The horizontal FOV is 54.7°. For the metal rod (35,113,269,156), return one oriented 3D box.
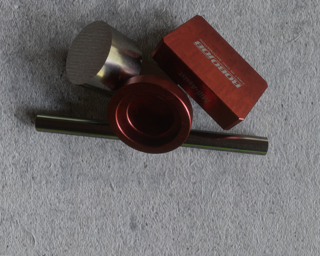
[{"bbox_3d":[-0.010,0.008,0.411,0.302,0.025,0.025,6,90,-1],"label":"metal rod"}]

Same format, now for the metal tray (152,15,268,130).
[{"bbox_3d":[0.064,-0.071,0.384,0.130,0.030,0.090,45,51,0],"label":"metal tray"}]

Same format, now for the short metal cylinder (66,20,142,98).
[{"bbox_3d":[-0.069,-0.082,0.378,0.080,0.050,0.080,-13,68,35],"label":"short metal cylinder"}]

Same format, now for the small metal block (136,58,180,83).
[{"bbox_3d":[-0.002,-0.062,0.397,0.050,0.050,0.025,24,90,0],"label":"small metal block"}]

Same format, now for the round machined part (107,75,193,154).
[{"bbox_3d":[-0.009,-0.020,0.372,0.098,0.042,0.097,7,126,10],"label":"round machined part"}]
